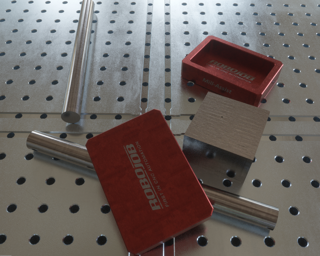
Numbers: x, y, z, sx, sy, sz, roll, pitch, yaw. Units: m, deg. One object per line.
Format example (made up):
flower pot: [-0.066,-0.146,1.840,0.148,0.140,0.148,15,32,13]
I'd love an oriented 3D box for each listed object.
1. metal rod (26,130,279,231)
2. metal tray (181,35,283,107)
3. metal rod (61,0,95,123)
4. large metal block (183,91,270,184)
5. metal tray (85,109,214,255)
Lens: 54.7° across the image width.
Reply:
metal rod: [-0.020,0.056,0.360,0.301,0.025,0.025,16,52,12]
metal tray: [0.110,-0.091,0.481,0.130,0.030,0.090,28,55,21]
metal rod: [-0.131,-0.129,0.514,0.025,0.025,0.300,-3,50,-3]
large metal block: [0.081,0.010,0.384,0.080,0.050,0.080,21,53,16]
metal tray: [-0.013,0.053,0.330,0.090,0.030,0.130,-25,66,-5]
